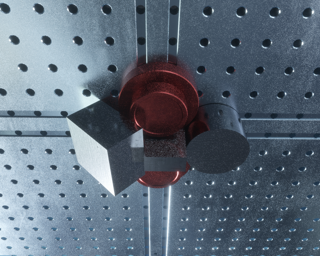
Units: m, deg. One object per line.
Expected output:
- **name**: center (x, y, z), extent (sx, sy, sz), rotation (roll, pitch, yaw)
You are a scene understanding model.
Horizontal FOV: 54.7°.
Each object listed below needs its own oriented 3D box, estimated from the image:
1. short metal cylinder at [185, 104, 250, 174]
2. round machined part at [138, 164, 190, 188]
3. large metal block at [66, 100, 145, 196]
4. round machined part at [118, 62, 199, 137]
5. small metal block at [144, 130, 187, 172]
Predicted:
- **short metal cylinder**: center (0.072, 0.015, 0.407), extent (0.081, 0.050, 0.079), rotation (0, 130, 0)
- **round machined part**: center (-0.003, 0.049, 0.442), extent (0.099, 0.042, 0.097), rotation (0, 130, 0)
- **large metal block**: center (-0.066, 0.024, 0.387), extent (0.050, 0.080, 0.079), rotation (-33, 140, -32)
- **round machined part**: center (-0.002, -0.027, 0.377), extent (0.099, 0.042, 0.097), rotation (0, 130, 0)
- **small metal block**: center (0.006, 0.027, 0.390), extent (0.050, 0.050, 0.025), rotation (1, 130, -1)
